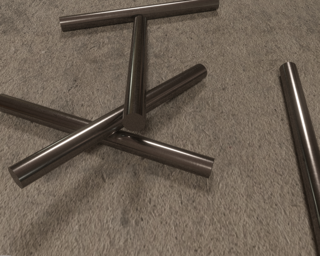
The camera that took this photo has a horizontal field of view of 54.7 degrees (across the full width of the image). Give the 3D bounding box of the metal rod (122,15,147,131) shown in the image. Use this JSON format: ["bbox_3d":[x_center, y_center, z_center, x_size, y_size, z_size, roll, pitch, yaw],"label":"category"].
[{"bbox_3d":[-0.032,-0.100,0.449,0.025,0.025,0.300,-1,39,-1],"label":"metal rod"}]

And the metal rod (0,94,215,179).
[{"bbox_3d":[-0.080,0.006,0.396,0.301,0.025,0.025,16,52,13],"label":"metal rod"}]

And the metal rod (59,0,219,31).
[{"bbox_3d":[-0.033,-0.218,0.585,0.302,0.025,0.025,-12,51,-10],"label":"metal rod"}]

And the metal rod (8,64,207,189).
[{"bbox_3d":[-0.039,-0.019,0.390,0.025,0.025,0.302,36,50,26],"label":"metal rod"}]

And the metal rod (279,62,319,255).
[{"bbox_3d":[0.184,0.021,0.388,0.025,0.025,0.300,5,50,4],"label":"metal rod"}]
